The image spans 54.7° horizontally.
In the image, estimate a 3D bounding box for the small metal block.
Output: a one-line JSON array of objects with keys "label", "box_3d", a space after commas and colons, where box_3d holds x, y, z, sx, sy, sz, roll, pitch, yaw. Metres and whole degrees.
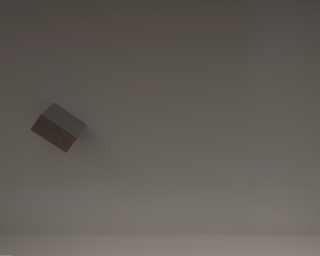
[{"label": "small metal block", "box_3d": [-0.128, -0.001, 0.396, 0.050, 0.050, 0.025, 36, 106, -13]}]
